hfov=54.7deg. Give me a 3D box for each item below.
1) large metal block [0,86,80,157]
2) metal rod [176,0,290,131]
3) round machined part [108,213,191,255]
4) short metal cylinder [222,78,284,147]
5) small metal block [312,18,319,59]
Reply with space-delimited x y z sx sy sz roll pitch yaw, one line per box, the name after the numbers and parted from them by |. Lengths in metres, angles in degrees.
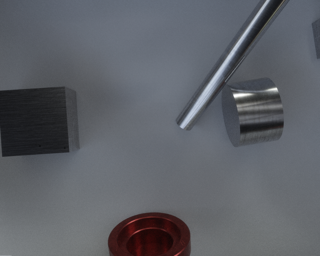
-0.152 -0.008 0.397 0.081 0.050 0.079 -4 90 -1 | large metal block
0.105 -0.112 0.340 0.025 0.025 0.298 34 120 -1 | metal rod
-0.012 0.148 0.377 0.099 0.098 0.042 -4 107 -1 | round machined part
0.112 -0.019 0.385 0.050 0.080 0.080 -10 90 0 | short metal cylinder
0.238 -0.123 0.415 0.050 0.025 0.050 -9 90 -1 | small metal block
